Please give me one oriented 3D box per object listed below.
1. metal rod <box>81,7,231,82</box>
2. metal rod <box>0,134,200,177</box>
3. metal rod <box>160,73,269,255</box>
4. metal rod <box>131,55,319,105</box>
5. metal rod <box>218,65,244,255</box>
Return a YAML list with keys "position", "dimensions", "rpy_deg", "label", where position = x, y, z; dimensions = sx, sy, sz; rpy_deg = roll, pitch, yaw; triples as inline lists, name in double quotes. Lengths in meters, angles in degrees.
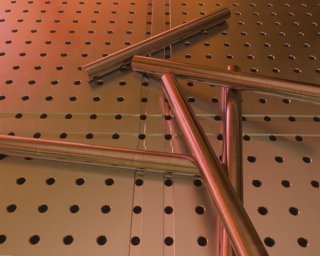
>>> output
- position: [0.006, -0.151, 0.534]
  dimensions: [0.302, 0.025, 0.025]
  rpy_deg: [-30, 56, -23]
  label: "metal rod"
- position: [-0.084, 0.032, 0.379]
  dimensions: [0.302, 0.025, 0.025]
  rpy_deg: [6, 50, 4]
  label: "metal rod"
- position: [0.048, 0.027, 0.352]
  dimensions: [0.025, 0.025, 0.300]
  rpy_deg: [-11, 43, -9]
  label: "metal rod"
- position: [0.094, -0.069, 0.435]
  dimensions: [0.301, 0.025, 0.025]
  rpy_deg: [15, 51, 24]
  label: "metal rod"
- position: [0.091, 0.025, 0.387]
  dimensions: [0.025, 0.025, 0.300]
  rpy_deg: [7, 50, 5]
  label: "metal rod"
